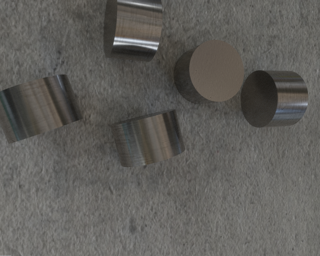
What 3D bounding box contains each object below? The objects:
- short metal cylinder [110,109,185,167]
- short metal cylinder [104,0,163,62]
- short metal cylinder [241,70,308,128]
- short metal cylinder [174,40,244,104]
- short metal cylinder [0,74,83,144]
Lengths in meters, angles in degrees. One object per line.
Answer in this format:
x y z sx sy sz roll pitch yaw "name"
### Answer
-0.014 0.011 0.375 0.081 0.080 0.050 -16 96 -20 "short metal cylinder"
-0.035 -0.121 0.368 0.050 0.080 0.079 2 90 -20 "short metal cylinder"
0.160 -0.041 0.441 0.050 0.080 0.079 -3 91 -20 "short metal cylinder"
0.065 -0.074 0.421 0.081 0.050 0.079 0 90 -21 "short metal cylinder"
-0.130 -0.021 0.332 0.081 0.080 0.050 -21 98 -19 "short metal cylinder"
